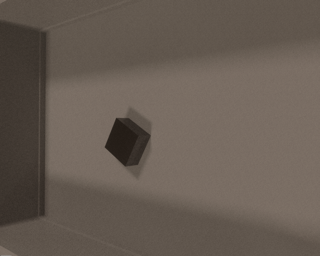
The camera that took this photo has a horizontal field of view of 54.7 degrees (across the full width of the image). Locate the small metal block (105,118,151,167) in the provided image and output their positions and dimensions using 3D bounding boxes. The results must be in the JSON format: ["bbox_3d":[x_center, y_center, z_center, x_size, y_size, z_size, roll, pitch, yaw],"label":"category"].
[{"bbox_3d":[-0.047,0.019,0.443,0.050,0.025,0.050,37,112,33],"label":"small metal block"}]
